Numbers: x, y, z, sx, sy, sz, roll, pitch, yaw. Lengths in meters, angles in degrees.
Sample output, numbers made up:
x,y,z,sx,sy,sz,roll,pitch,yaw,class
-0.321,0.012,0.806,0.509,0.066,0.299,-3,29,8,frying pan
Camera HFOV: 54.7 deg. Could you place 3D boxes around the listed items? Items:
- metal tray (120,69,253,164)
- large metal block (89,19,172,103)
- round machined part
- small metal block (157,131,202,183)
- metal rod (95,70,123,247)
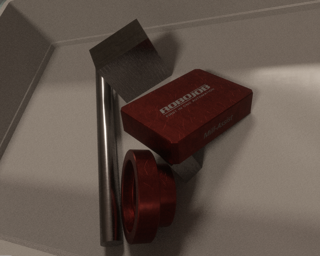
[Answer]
x,y,z,sx,sy,sz,roll,pitch,yaw,class
0.033,-0.021,0.359,0.131,0.030,0.090,-31,45,-30,metal tray
-0.041,-0.094,0.448,0.080,0.080,0.050,-31,52,8,large metal block
-0.013,0.072,0.333,0.042,0.097,0.098,2,54,-17,round machined part
0.016,0.031,0.361,0.025,0.050,0.050,-44,51,-3,small metal block
-0.076,0.010,0.437,0.025,0.025,0.299,-21,54,15,metal rod
